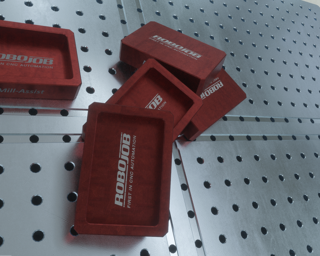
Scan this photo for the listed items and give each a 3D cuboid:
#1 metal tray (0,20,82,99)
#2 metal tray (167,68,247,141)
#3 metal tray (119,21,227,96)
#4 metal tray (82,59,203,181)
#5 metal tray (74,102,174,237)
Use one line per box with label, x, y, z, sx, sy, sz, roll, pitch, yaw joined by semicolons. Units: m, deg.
metal tray;-0.165;-0.081;0.364;0.131;0.030;0.090;-1;62;-29
metal tray;0.063;-0.049;0.468;0.131;0.030;0.090;-34;81;-38
metal tray;0.019;-0.104;0.448;0.130;0.030;0.090;28;45;13
metal tray;-0.019;-0.012;0.379;0.090;0.030;0.130;40;67;-1
metal tray;-0.035;0.043;0.324;0.091;0.030;0.130;6;75;-12
